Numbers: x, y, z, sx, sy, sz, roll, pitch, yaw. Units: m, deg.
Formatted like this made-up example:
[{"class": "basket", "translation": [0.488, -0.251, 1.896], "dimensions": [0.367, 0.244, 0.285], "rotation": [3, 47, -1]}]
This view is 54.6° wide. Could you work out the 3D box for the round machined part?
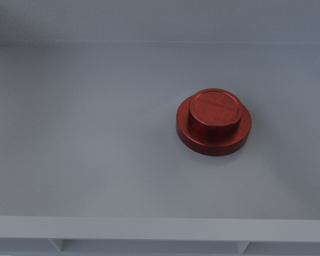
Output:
[{"class": "round machined part", "translation": [0.071, -0.015, 0.407], "dimensions": [0.099, 0.042, 0.098], "rotation": [0, 50, 0]}]
